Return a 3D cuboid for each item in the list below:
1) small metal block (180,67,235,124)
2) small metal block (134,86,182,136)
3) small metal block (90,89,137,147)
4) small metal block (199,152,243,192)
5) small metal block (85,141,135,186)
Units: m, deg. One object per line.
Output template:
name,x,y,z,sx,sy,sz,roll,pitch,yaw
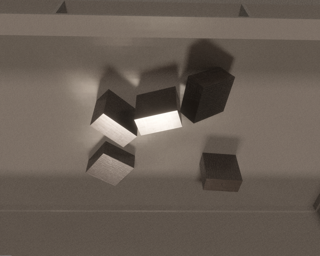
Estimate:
small metal block,0.055,-0.039,0.361,0.050,0.025,0.050,-21,139,-32
small metal block,-0.002,-0.021,0.375,0.050,0.050,0.025,-12,129,10
small metal block,-0.054,-0.012,0.381,0.050,0.050,0.025,37,121,-27
small metal block,0.087,0.064,0.448,0.050,0.050,0.025,4,130,-4
small metal block,-0.072,0.053,0.453,0.050,0.025,0.050,30,124,-24
